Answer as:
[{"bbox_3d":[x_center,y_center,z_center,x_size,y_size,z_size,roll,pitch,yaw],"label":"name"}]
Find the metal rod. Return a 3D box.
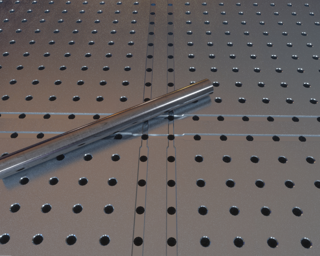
[{"bbox_3d":[-0.060,-0.006,0.412,0.302,0.025,0.025,-23,54,-18],"label":"metal rod"}]
